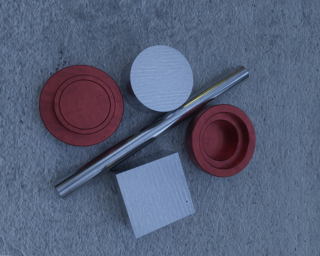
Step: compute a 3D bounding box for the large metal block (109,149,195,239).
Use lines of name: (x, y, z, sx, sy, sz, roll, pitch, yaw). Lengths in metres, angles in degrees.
large metal block: (-0.012, 0.079, 0.393, 0.081, 0.050, 0.080, -18, 96, -19)

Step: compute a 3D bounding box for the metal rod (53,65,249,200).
metal rod: (0.001, -0.003, 0.411, 0.302, 0.025, 0.025, -33, 101, -17)

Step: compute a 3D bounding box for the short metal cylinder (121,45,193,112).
short metal cylinder: (-0.005, -0.059, 0.394, 0.081, 0.050, 0.079, 0, 90, -20)

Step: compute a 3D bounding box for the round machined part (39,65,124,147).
round machined part: (-0.091, -0.026, 0.367, 0.099, 0.042, 0.097, 0, 90, -20)

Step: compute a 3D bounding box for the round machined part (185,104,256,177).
round machined part: (0.079, 0.017, 0.430, 0.099, 0.042, 0.097, 0, 90, -20)
